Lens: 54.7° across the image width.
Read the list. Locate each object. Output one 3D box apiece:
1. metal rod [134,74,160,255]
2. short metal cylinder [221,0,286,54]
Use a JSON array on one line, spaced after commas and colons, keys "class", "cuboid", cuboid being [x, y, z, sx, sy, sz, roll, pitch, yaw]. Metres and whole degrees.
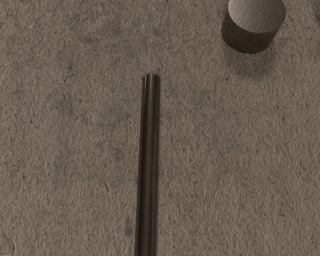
[{"class": "metal rod", "cuboid": [-0.015, 0.071, 0.381, 0.025, 0.025, 0.299, 1, 70, 0]}, {"class": "short metal cylinder", "cuboid": [0.135, -0.157, 0.454, 0.081, 0.050, 0.080, 0, 70, 0]}]
